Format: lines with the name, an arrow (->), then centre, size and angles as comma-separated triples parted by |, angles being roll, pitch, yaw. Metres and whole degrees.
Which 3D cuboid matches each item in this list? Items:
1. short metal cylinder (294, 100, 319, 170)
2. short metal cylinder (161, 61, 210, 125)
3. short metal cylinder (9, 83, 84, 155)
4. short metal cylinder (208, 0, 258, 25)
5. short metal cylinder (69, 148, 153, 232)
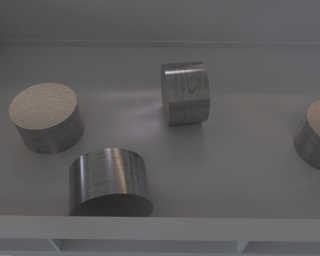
short metal cylinder -> 0.215, 0.009, 0.382 | 0.080, 0.050, 0.080 | 0, 50, 0
short metal cylinder -> 0.031, -0.046, 0.408 | 0.050, 0.080, 0.080 | -6, 50, -5
short metal cylinder -> -0.143, -0.013, 0.398 | 0.080, 0.050, 0.080 | 0, 50, 0
short metal cylinder -> 0.134, -0.242, 0.576 | 0.081, 0.080, 0.050 | -8, 51, -7
short metal cylinder -> -0.051, 0.065, 0.315 | 0.081, 0.080, 0.050 | -8, 51, -7
